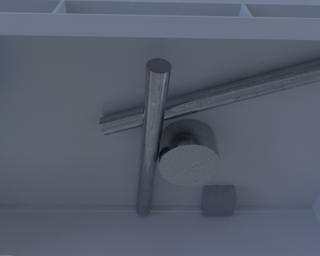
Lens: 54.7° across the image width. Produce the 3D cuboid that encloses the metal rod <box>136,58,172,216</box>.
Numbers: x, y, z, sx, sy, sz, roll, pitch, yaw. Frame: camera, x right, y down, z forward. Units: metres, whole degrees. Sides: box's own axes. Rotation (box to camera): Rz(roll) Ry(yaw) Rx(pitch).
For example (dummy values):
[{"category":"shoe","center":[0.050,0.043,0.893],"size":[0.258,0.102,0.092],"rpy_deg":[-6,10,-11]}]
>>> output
[{"category":"metal rod","center":[-0.015,0.038,0.416],"size":[0.025,0.025,0.298],"rpy_deg":[4,138,-4]}]

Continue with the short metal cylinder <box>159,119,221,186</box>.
[{"category":"short metal cylinder","center":[0.039,0.034,0.423],"size":[0.081,0.050,0.079],"rpy_deg":[0,130,0]}]

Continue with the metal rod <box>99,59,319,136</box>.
[{"category":"metal rod","center":[0.070,-0.038,0.377],"size":[0.301,0.025,0.025],"rpy_deg":[-14,129,11]}]

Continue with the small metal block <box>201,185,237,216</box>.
[{"category":"small metal block","center":[0.097,0.121,0.513],"size":[0.050,0.025,0.050],"rpy_deg":[-1,130,0]}]
